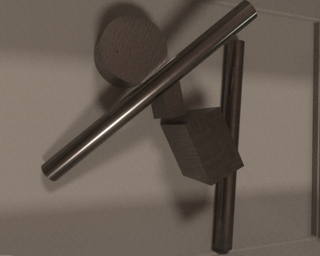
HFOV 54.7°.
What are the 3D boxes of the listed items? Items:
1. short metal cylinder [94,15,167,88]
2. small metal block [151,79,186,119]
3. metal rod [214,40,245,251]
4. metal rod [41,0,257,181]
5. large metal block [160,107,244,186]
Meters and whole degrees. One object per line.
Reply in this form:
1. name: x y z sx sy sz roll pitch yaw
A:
1. short metal cylinder: -0.038 -0.092 0.384 0.081 0.050 0.079 0 90 -20
2. small metal block: 0.007 -0.039 0.401 0.025 0.050 0.050 -13 95 -20
3. metal rod: 0.101 0.023 0.449 0.025 0.025 0.298 4 89 -20
4. metal rod: -0.014 -0.042 0.359 0.300 0.025 0.025 -39 104 2
5. large metal block: 0.052 0.021 0.402 0.050 0.080 0.080 -27 99 -18
